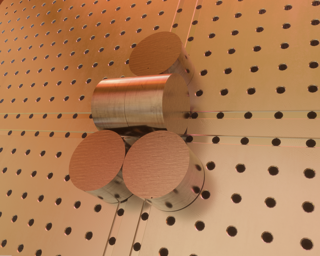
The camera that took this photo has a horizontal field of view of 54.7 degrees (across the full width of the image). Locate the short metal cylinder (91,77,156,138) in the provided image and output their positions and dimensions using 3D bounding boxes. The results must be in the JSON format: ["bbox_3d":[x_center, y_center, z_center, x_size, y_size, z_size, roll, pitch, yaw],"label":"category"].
[{"bbox_3d":[-0.045,-0.027,0.412,0.050,0.080,0.080,0,62,28],"label":"short metal cylinder"}]

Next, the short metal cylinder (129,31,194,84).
[{"bbox_3d":[0.003,-0.091,0.445,0.080,0.050,0.080,-13,56,20],"label":"short metal cylinder"}]

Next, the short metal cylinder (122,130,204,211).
[{"bbox_3d":[0.004,0.049,0.356,0.080,0.050,0.080,-13,56,20],"label":"short metal cylinder"}]

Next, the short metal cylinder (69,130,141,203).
[{"bbox_3d":[-0.067,0.049,0.394,0.080,0.050,0.080,-13,56,20],"label":"short metal cylinder"}]

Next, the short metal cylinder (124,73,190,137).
[{"bbox_3d":[-0.001,-0.027,0.389,0.050,0.080,0.080,0,62,28],"label":"short metal cylinder"}]
